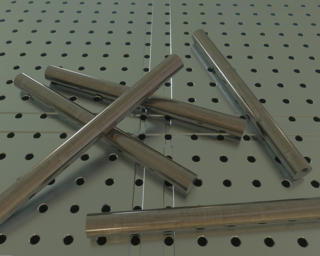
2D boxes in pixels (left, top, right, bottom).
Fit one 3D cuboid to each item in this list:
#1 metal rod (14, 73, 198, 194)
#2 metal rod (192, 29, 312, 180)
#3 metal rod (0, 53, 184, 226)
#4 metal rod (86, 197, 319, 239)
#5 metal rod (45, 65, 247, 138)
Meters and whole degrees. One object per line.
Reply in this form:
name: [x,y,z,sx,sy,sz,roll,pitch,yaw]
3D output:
metal rod: [-0.085,-0.003,0.409,0.300,0.025,0.025,29,56,22]
metal rod: [0.118,-0.055,0.454,0.025,0.025,0.299,-15,52,-13]
metal rod: [-0.081,0.005,0.372,0.025,0.025,0.301,37,68,26]
metal rod: [0.076,0.093,0.330,0.302,0.025,0.025,-3,50,-3]
metal rod: [-0.029,-0.042,0.442,0.301,0.025,0.025,17,52,13]
